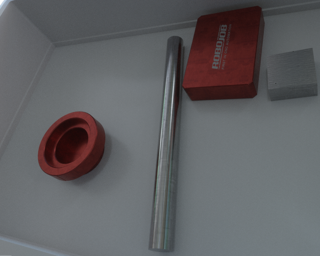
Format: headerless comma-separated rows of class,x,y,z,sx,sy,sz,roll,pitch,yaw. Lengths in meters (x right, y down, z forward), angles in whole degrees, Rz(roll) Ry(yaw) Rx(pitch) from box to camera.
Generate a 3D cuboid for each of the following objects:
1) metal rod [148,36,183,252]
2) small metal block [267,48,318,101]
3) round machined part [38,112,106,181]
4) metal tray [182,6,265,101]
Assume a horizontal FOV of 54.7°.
metal rod,0.012,-0.001,0.399,0.025,0.025,0.299,-9,58,23
small metal block,0.154,-0.062,0.363,0.050,0.025,0.050,-6,59,25
round machined part,-0.119,0.029,0.437,0.098,0.042,0.098,-13,56,20
metal tray,0.088,-0.101,0.418,0.090,0.030,0.130,0,62,27
